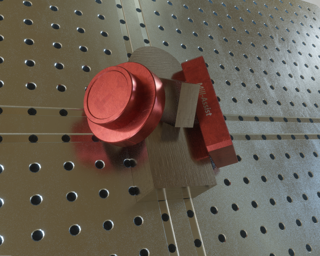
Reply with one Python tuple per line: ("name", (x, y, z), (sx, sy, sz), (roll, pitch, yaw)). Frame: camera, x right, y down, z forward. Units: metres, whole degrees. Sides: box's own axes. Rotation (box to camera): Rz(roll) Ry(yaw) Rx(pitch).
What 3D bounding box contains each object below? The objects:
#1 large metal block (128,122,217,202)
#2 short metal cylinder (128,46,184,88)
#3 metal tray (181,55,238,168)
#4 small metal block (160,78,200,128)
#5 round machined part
("large metal block", (0.012, 0.040, 0.373), (0.081, 0.050, 0.080), (2, 61, -27))
("short metal cylinder", (-0.012, -0.064, 0.423), (0.081, 0.050, 0.080), (14, 56, -21))
("metal tray", (0.067, -0.020, 0.416), (0.030, 0.090, 0.130), (-19, 64, 11))
("small metal block", (0.019, -0.031, 0.366), (0.025, 0.050, 0.050), (2, 103, -31))
("round machined part", (-0.047, -0.031, 0.350), (0.042, 0.098, 0.098), (29, 43, -55))
